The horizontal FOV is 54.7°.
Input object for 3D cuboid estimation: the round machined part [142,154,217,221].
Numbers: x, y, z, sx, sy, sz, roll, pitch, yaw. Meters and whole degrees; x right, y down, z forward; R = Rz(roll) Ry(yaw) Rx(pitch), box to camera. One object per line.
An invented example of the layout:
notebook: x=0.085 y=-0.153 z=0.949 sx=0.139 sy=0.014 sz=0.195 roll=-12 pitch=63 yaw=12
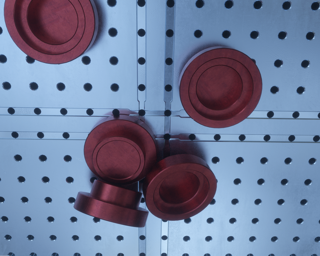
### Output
round machined part: x=0.024 y=0.076 z=0.424 sx=0.099 sy=0.042 sz=0.097 roll=-7 pitch=119 yaw=-12

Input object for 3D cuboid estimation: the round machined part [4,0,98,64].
round machined part: x=-0.120 y=-0.126 z=0.356 sx=0.099 sy=0.042 sz=0.097 roll=0 pitch=110 yaw=-1

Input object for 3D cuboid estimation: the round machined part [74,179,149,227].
round machined part: x=-0.061 y=0.099 z=0.418 sx=0.099 sy=0.098 sz=0.042 roll=17 pitch=79 yaw=-7

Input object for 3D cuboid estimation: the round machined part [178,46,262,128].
round machined part: x=0.072 y=-0.052 z=0.386 sx=0.099 sy=0.042 sz=0.097 roll=0 pitch=110 yaw=-1

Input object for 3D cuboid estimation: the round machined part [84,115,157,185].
round machined part: x=-0.053 y=0.035 z=0.417 sx=0.099 sy=0.042 sz=0.097 roll=0 pitch=110 yaw=-1
